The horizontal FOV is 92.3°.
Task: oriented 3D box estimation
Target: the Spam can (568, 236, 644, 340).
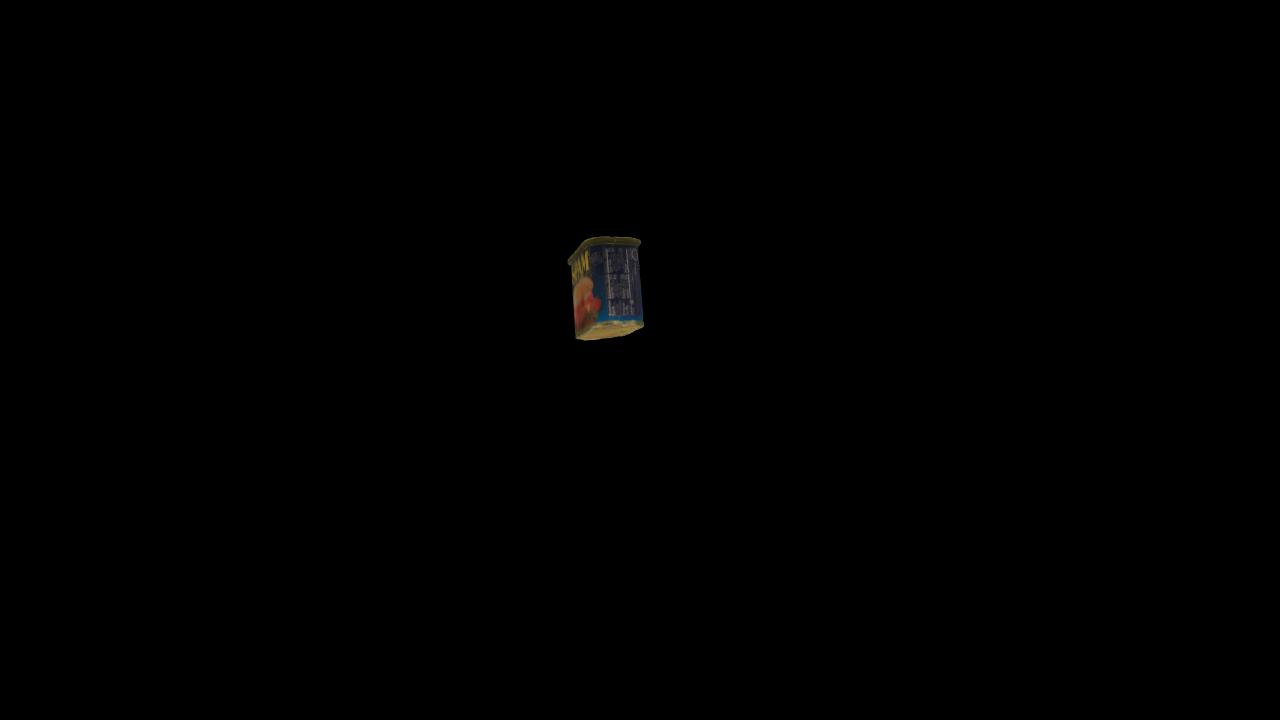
[{"bbox_3d":[-0.034,-0.068,0.614,0.058,0.085,0.101,-3,-5,-19],"label":"Spam can"}]
